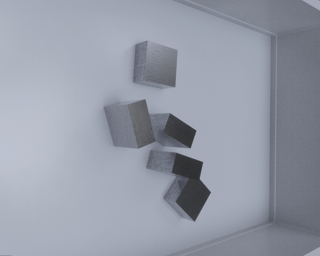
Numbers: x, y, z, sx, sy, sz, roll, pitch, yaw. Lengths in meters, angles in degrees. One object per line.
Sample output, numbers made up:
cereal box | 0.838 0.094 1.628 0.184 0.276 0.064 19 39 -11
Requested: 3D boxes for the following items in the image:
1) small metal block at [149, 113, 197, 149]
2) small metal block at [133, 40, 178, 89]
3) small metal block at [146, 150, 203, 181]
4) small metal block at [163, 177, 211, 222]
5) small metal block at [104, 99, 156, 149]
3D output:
small metal block | 0.009 0.004 0.398 0.050 0.050 0.025 31 71 -36
small metal block | -0.005 -0.080 0.402 0.050 0.025 0.050 6 86 -40
small metal block | 0.019 0.049 0.406 0.050 0.050 0.025 22 76 -38
small metal block | 0.039 0.096 0.440 0.050 0.025 0.050 50 60 -28
small metal block | -0.036 -0.005 0.360 0.025 0.050 0.050 -22 104 -38
